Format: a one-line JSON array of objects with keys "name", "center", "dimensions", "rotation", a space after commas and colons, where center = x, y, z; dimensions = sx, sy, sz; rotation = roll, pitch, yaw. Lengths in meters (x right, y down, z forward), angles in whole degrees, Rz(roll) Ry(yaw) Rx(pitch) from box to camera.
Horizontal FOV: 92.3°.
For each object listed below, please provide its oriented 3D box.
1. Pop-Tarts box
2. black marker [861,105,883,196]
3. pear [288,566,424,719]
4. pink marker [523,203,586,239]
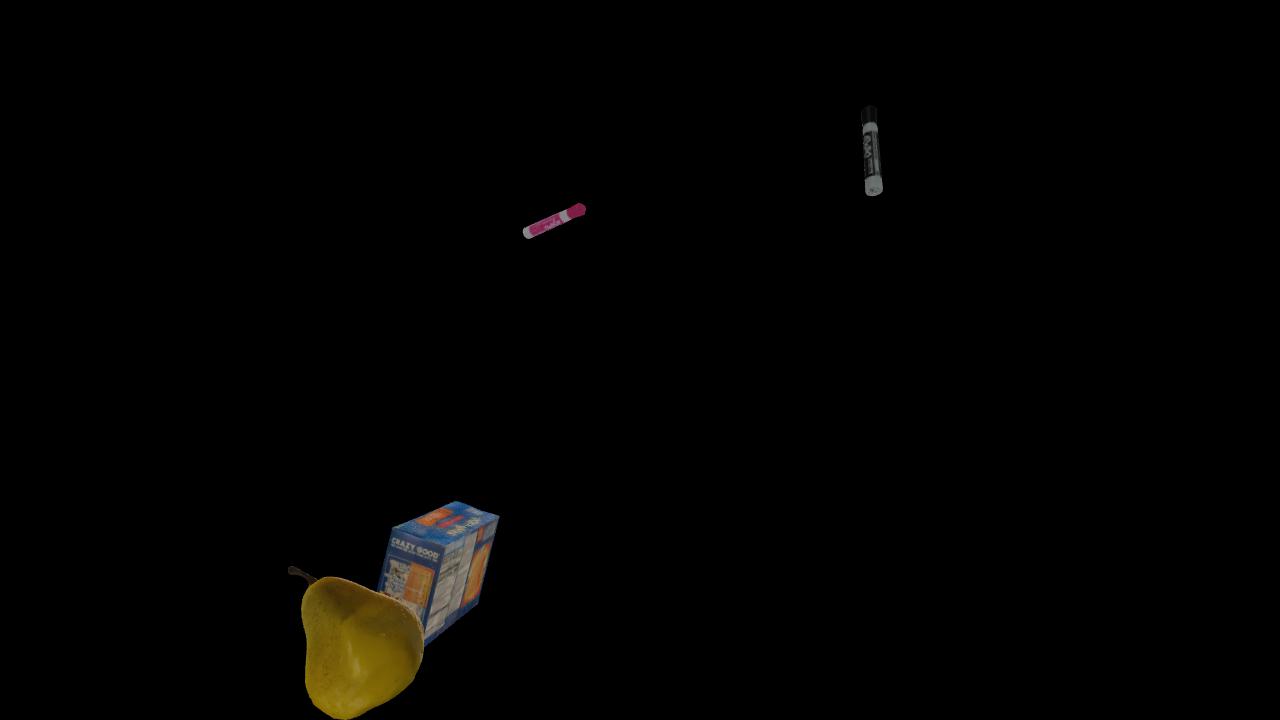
[{"name": "Pop-Tarts box", "center": [-0.280, 0.290, 0.854], "dimensions": [0.083, 0.141, 0.167], "rotation": [15, 2, 10]}, {"name": "black marker", "center": [0.270, -0.247, 0.718], "dimensions": [0.020, 0.121, 0.020], "rotation": [4, -21, 2]}, {"name": "pear", "center": [-0.202, 0.185, 0.431], "dimensions": [0.080, 0.111, 0.080], "rotation": [-27, -4, -2]}, {"name": "pink marker", "center": [-0.130, -0.212, 0.936], "dimensions": [0.121, 0.020, 0.020], "rotation": [-14, -8, 34]}]
